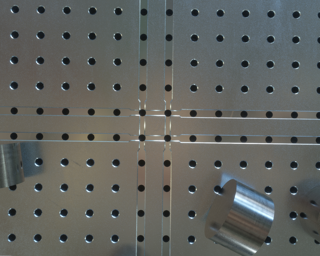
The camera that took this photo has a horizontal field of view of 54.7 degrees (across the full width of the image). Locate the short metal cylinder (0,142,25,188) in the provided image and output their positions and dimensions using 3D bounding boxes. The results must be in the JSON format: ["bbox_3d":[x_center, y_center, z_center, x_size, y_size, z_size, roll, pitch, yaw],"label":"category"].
[{"bbox_3d":[-0.214,0.048,0.383,0.081,0.080,0.050,-7,90,0],"label":"short metal cylinder"}]

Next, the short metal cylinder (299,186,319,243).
[{"bbox_3d":[0.233,0.118,0.404,0.081,0.050,0.079,0,90,-1],"label":"short metal cylinder"}]

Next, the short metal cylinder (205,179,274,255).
[{"bbox_3d":[0.097,0.111,0.387,0.050,0.080,0.080,27,90,-1],"label":"short metal cylinder"}]
